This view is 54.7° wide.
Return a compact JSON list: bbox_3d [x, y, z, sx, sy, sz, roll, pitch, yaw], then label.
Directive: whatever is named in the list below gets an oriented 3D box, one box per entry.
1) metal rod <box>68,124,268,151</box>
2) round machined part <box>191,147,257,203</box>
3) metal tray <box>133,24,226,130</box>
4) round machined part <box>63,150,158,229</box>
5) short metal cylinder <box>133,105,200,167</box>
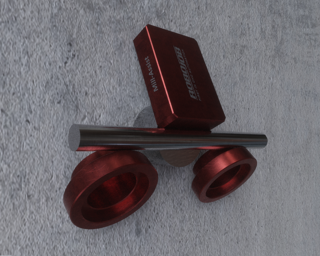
[{"bbox_3d":[0.038,0.014,0.376,0.302,0.025,0.025,3,88,-40],"label":"metal rod"},{"bbox_3d":[0.087,0.061,0.448,0.099,0.042,0.097,-22,144,-17],"label":"round machined part"},{"bbox_3d":[0.024,-0.061,0.390,0.091,0.030,0.130,3,62,-40],"label":"metal tray"},{"bbox_3d":[-0.055,0.059,0.330,0.099,0.042,0.097,-24,141,-21],"label":"round machined part"},{"bbox_3d":[0.011,0.008,0.401,0.081,0.050,0.079,0,90,-40],"label":"short metal cylinder"}]
